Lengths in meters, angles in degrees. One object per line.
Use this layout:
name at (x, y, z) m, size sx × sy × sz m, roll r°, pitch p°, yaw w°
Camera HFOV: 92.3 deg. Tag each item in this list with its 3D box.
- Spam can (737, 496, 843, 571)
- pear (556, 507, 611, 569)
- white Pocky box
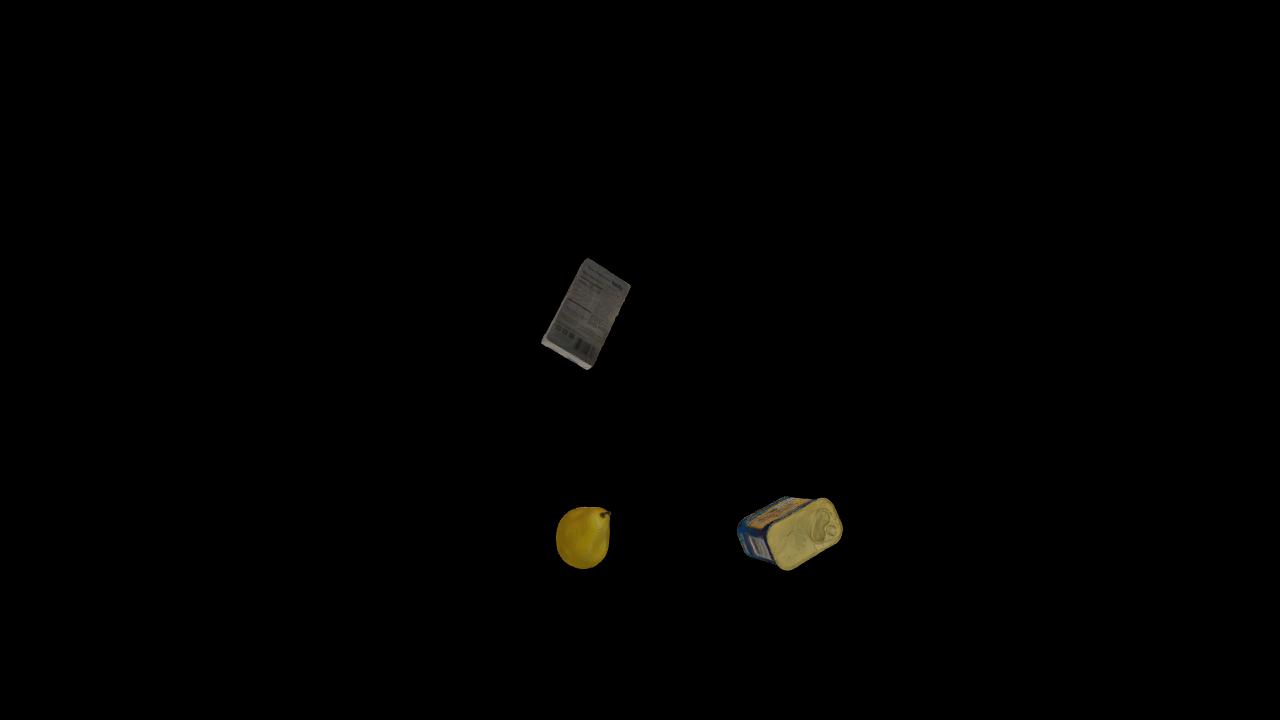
Spam can at (0.181, 0.209, 0.759) m, size 0.101 × 0.058 × 0.085 m, roll -21°, pitch -1°, yaw -21°
pear at (-0.067, 0.219, 0.808) m, size 0.080 × 0.111 × 0.080 m, roll 20°, pitch 31°, yaw -13°
white Pocky box at (-0.078, -0.070, 0.918) m, size 0.084 × 0.154 × 0.028 m, roll 32°, pitch -27°, yaw -16°
